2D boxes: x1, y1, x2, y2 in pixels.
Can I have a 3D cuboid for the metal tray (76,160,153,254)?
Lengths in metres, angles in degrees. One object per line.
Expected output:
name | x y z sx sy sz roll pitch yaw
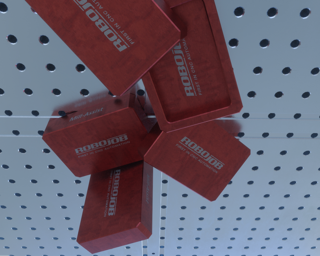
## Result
metal tray | -0.057 0.095 0.423 0.090 0.130 0.030 -21 127 16

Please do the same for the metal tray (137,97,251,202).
metal tray | 0.048 0.031 0.409 0.130 0.030 0.090 35 93 -27

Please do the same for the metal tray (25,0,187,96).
metal tray | -0.050 -0.106 0.286 0.090 0.030 0.130 -39 98 28

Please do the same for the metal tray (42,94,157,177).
metal tray | -0.077 0.014 0.419 0.130 0.030 0.090 -17 129 13

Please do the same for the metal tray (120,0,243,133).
metal tray | 0.025 -0.068 0.322 0.090 0.030 0.129 -16 109 12
